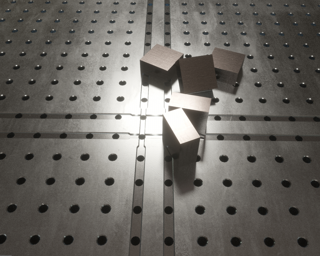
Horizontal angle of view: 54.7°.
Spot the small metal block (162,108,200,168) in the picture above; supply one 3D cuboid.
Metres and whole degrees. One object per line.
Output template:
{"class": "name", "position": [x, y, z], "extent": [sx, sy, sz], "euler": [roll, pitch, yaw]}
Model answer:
{"class": "small metal block", "position": [0.024, 0.012, 0.381], "extent": [0.025, 0.050, 0.050], "euler": [-18, 53, -15]}

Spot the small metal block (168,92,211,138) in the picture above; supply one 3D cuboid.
{"class": "small metal block", "position": [0.038, -0.017, 0.406], "extent": [0.050, 0.050, 0.025], "euler": [10, 51, 8]}

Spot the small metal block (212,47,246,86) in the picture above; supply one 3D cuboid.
{"class": "small metal block", "position": [0.103, -0.098, 0.492], "extent": [0.050, 0.025, 0.050], "euler": [18, 52, 14]}

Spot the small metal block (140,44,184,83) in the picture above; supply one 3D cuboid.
{"class": "small metal block", "position": [0.003, -0.104, 0.495], "extent": [0.050, 0.025, 0.050], "euler": [26, 54, 19]}

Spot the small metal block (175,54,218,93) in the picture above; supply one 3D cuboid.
{"class": "small metal block", "position": [0.053, -0.078, 0.457], "extent": [0.050, 0.025, 0.050], "euler": [-10, 93, -9]}
